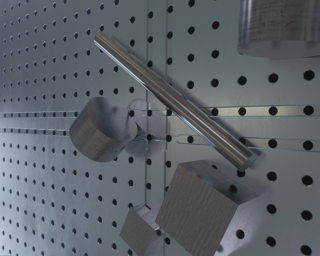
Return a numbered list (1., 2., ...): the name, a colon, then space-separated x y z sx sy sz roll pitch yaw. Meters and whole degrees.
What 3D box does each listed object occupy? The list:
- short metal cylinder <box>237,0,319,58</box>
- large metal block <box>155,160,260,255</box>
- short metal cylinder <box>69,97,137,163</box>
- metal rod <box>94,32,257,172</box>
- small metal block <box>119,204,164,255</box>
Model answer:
1. short metal cylinder: 0.113 -0.095 0.280 0.080 0.081 0.050 6 94 40
2. large metal block: 0.051 0.092 0.351 0.080 0.050 0.079 32 110 35
3. short metal cylinder: -0.080 0.002 0.439 0.050 0.081 0.080 -46 63 30
4. metal rod: 0.001 -0.051 0.408 0.300 0.025 0.025 43 116 31
5. small metal block: -0.024 0.142 0.429 0.050 0.025 0.050 34 111 35
